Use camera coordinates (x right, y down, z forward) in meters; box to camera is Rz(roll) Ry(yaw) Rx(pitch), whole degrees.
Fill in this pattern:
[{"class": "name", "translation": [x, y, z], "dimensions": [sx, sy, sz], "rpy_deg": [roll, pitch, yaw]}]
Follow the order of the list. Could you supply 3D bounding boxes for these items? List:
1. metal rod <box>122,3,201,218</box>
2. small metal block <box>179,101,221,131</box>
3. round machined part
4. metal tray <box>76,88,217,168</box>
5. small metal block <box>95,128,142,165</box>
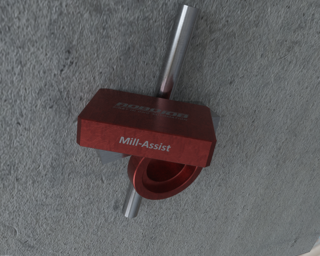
[{"class": "metal rod", "translation": [-0.006, -0.005, 0.404], "dimensions": [0.025, 0.025, 0.298], "rpy_deg": [2, 117, -30]}, {"class": "small metal block", "translation": [0.042, -0.014, 0.408], "dimensions": [0.050, 0.050, 0.025], "rpy_deg": [-2, 119, -28]}, {"class": "round machined part", "translation": [0.005, 0.040, 0.390], "dimensions": [0.099, 0.042, 0.097], "rpy_deg": [-16, 129, -21]}, {"class": "metal tray", "translation": [-0.011, -0.004, 0.329], "dimensions": [0.131, 0.090, 0.030], "rpy_deg": [10, 115, -1]}, {"class": "small metal block", "translation": [-0.054, 0.012, 0.371], "dimensions": [0.050, 0.050, 0.025], "rpy_deg": [-18, 126, -19]}]
